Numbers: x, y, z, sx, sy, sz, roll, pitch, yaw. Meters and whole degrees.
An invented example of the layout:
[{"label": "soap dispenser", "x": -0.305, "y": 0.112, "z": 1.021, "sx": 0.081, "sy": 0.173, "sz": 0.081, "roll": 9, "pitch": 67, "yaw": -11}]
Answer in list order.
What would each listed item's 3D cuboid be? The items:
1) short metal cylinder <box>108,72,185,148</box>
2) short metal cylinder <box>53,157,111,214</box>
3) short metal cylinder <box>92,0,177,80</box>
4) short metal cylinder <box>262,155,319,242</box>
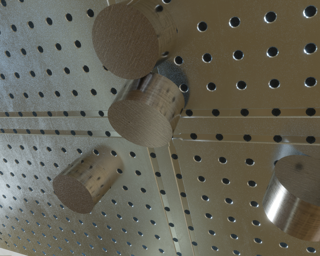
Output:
[{"label": "short metal cylinder", "x": -0.016, "y": -0.021, "z": 0.375, "sx": 0.080, "sy": 0.050, "sz": 0.080, "roll": 14, "pitch": 141, "yaw": 12}, {"label": "short metal cylinder", "x": -0.131, "y": 0.097, "z": 0.522, "sx": 0.080, "sy": 0.050, "sz": 0.079, "roll": 13, "pitch": 124, "yaw": 20}, {"label": "short metal cylinder", "x": -0.027, "y": -0.101, "z": 0.346, "sx": 0.080, "sy": 0.050, "sz": 0.079, "roll": 13, "pitch": 124, "yaw": 20}, {"label": "short metal cylinder", "x": 0.159, "y": 0.074, "z": 0.337, "sx": 0.080, "sy": 0.080, "sz": 0.050, "roll": 18, "pitch": 125, "yaw": 17}]
